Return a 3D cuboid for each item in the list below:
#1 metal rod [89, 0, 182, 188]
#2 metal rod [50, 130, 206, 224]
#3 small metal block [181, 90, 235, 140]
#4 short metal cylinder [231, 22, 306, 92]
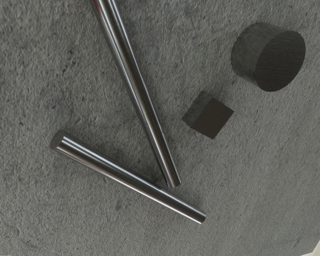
[{"bbox_3d":[-0.021,-0.031,0.376,0.025,0.025,0.299,-29,128,-10],"label":"metal rod"},{"bbox_3d":[-0.024,0.084,0.445,0.025,0.025,0.301,-48,129,6],"label":"metal rod"},{"bbox_3d":[0.067,-0.018,0.433,0.050,0.025,0.050,26,104,-37],"label":"small metal block"},{"bbox_3d":[0.142,-0.094,0.410,0.081,0.050,0.079,-14,124,-21],"label":"short metal cylinder"}]
